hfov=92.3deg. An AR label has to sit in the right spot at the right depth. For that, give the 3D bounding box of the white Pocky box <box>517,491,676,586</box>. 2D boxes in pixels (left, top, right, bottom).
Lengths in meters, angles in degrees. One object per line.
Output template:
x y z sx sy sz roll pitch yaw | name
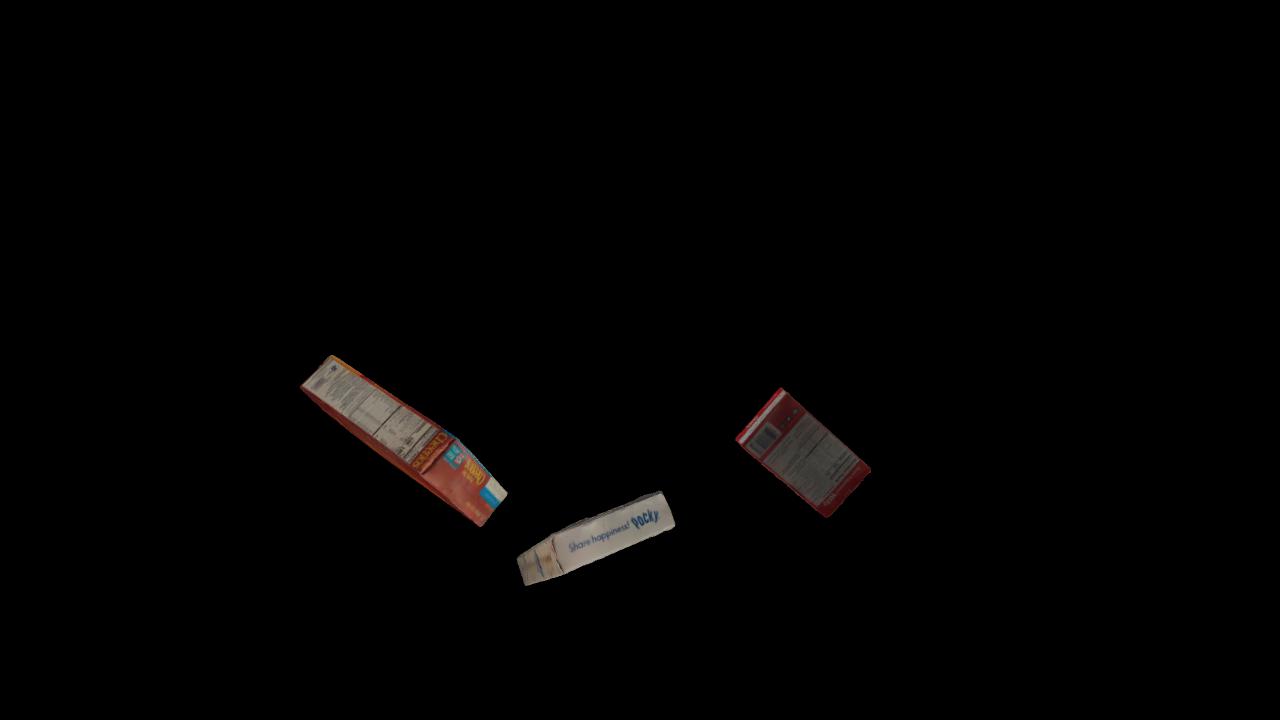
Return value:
-0.040 0.135 0.456 0.084 0.028 0.154 -17 -15 -25 | white Pocky box

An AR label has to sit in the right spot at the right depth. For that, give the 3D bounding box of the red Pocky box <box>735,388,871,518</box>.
0.193 0.111 0.726 0.155 0.083 0.028 40 2 -17 | red Pocky box

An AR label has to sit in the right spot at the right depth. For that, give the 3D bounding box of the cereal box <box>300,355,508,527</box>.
-0.368 0.128 0.974 0.306 0.081 0.203 25 -25 28 | cereal box
